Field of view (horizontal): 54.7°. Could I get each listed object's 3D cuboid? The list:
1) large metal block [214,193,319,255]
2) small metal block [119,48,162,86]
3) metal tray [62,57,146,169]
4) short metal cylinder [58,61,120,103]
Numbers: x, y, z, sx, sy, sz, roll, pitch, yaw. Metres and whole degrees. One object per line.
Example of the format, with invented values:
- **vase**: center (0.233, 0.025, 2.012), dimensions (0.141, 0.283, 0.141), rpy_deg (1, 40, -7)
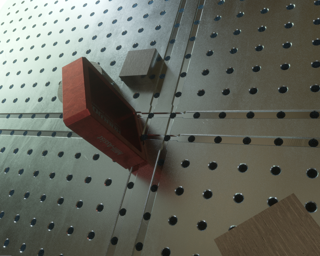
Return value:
- **large metal block**: center (0.106, 0.117, 0.265), dimensions (0.080, 0.050, 0.080), rpy_deg (-33, 52, 6)
- **small metal block**: center (-0.030, -0.094, 0.482), dimensions (0.050, 0.025, 0.050), rpy_deg (2, 63, 29)
- **metal tray**: center (-0.066, -0.014, 0.385), dimensions (0.030, 0.130, 0.090), rpy_deg (-25, 53, 14)
- **short metal cylinder**: center (-0.111, -0.057, 0.486), dimensions (0.080, 0.050, 0.080), rpy_deg (-13, 56, 21)
